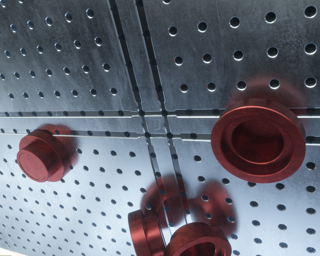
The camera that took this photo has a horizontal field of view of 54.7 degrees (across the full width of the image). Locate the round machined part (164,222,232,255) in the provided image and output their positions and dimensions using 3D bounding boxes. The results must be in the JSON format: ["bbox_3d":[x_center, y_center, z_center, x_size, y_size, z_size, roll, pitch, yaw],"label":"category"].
[{"bbox_3d":[0.053,0.180,0.462,0.099,0.042,0.097,-7,122,-11],"label":"round machined part"}]

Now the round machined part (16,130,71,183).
[{"bbox_3d":[-0.209,0.056,0.542,0.098,0.042,0.097,13,124,20],"label":"round machined part"}]

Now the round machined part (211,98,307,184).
[{"bbox_3d":[0.111,0.011,0.348,0.098,0.042,0.097,13,124,20],"label":"round machined part"}]

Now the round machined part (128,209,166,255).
[{"bbox_3d":[-0.016,0.177,0.493,0.042,0.098,0.097,-18,114,-3],"label":"round machined part"}]
